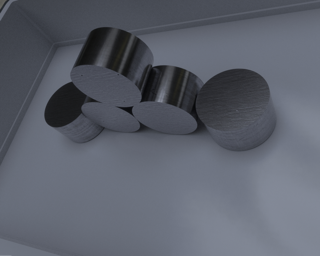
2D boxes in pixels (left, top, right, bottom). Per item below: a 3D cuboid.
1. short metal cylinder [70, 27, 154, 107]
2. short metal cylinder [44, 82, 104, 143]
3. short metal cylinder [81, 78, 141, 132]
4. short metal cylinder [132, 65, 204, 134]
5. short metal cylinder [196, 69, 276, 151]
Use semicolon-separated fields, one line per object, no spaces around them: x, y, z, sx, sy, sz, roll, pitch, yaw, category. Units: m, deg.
-0.052;-0.066;0.348;0.080;0.080;0.050;2;63;29;short metal cylinder
-0.125;-0.024;0.468;0.080;0.050;0.080;-13;56;21;short metal cylinder
-0.059;-0.035;0.420;0.080;0.080;0.050;2;63;29;short metal cylinder
0.012;-0.032;0.382;0.080;0.080;0.050;2;63;29;short metal cylinder
0.087;-0.021;0.354;0.080;0.050;0.080;-13;56;21;short metal cylinder
